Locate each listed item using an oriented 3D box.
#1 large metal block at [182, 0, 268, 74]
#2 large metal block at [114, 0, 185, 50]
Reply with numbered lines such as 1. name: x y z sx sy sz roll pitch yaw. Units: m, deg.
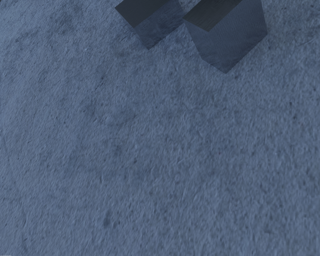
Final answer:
1. large metal block: 0.087 -0.132 0.403 0.080 0.080 0.050 -44 51 -2
2. large metal block: -0.016 -0.188 0.510 0.080 0.050 0.080 -38 51 2
